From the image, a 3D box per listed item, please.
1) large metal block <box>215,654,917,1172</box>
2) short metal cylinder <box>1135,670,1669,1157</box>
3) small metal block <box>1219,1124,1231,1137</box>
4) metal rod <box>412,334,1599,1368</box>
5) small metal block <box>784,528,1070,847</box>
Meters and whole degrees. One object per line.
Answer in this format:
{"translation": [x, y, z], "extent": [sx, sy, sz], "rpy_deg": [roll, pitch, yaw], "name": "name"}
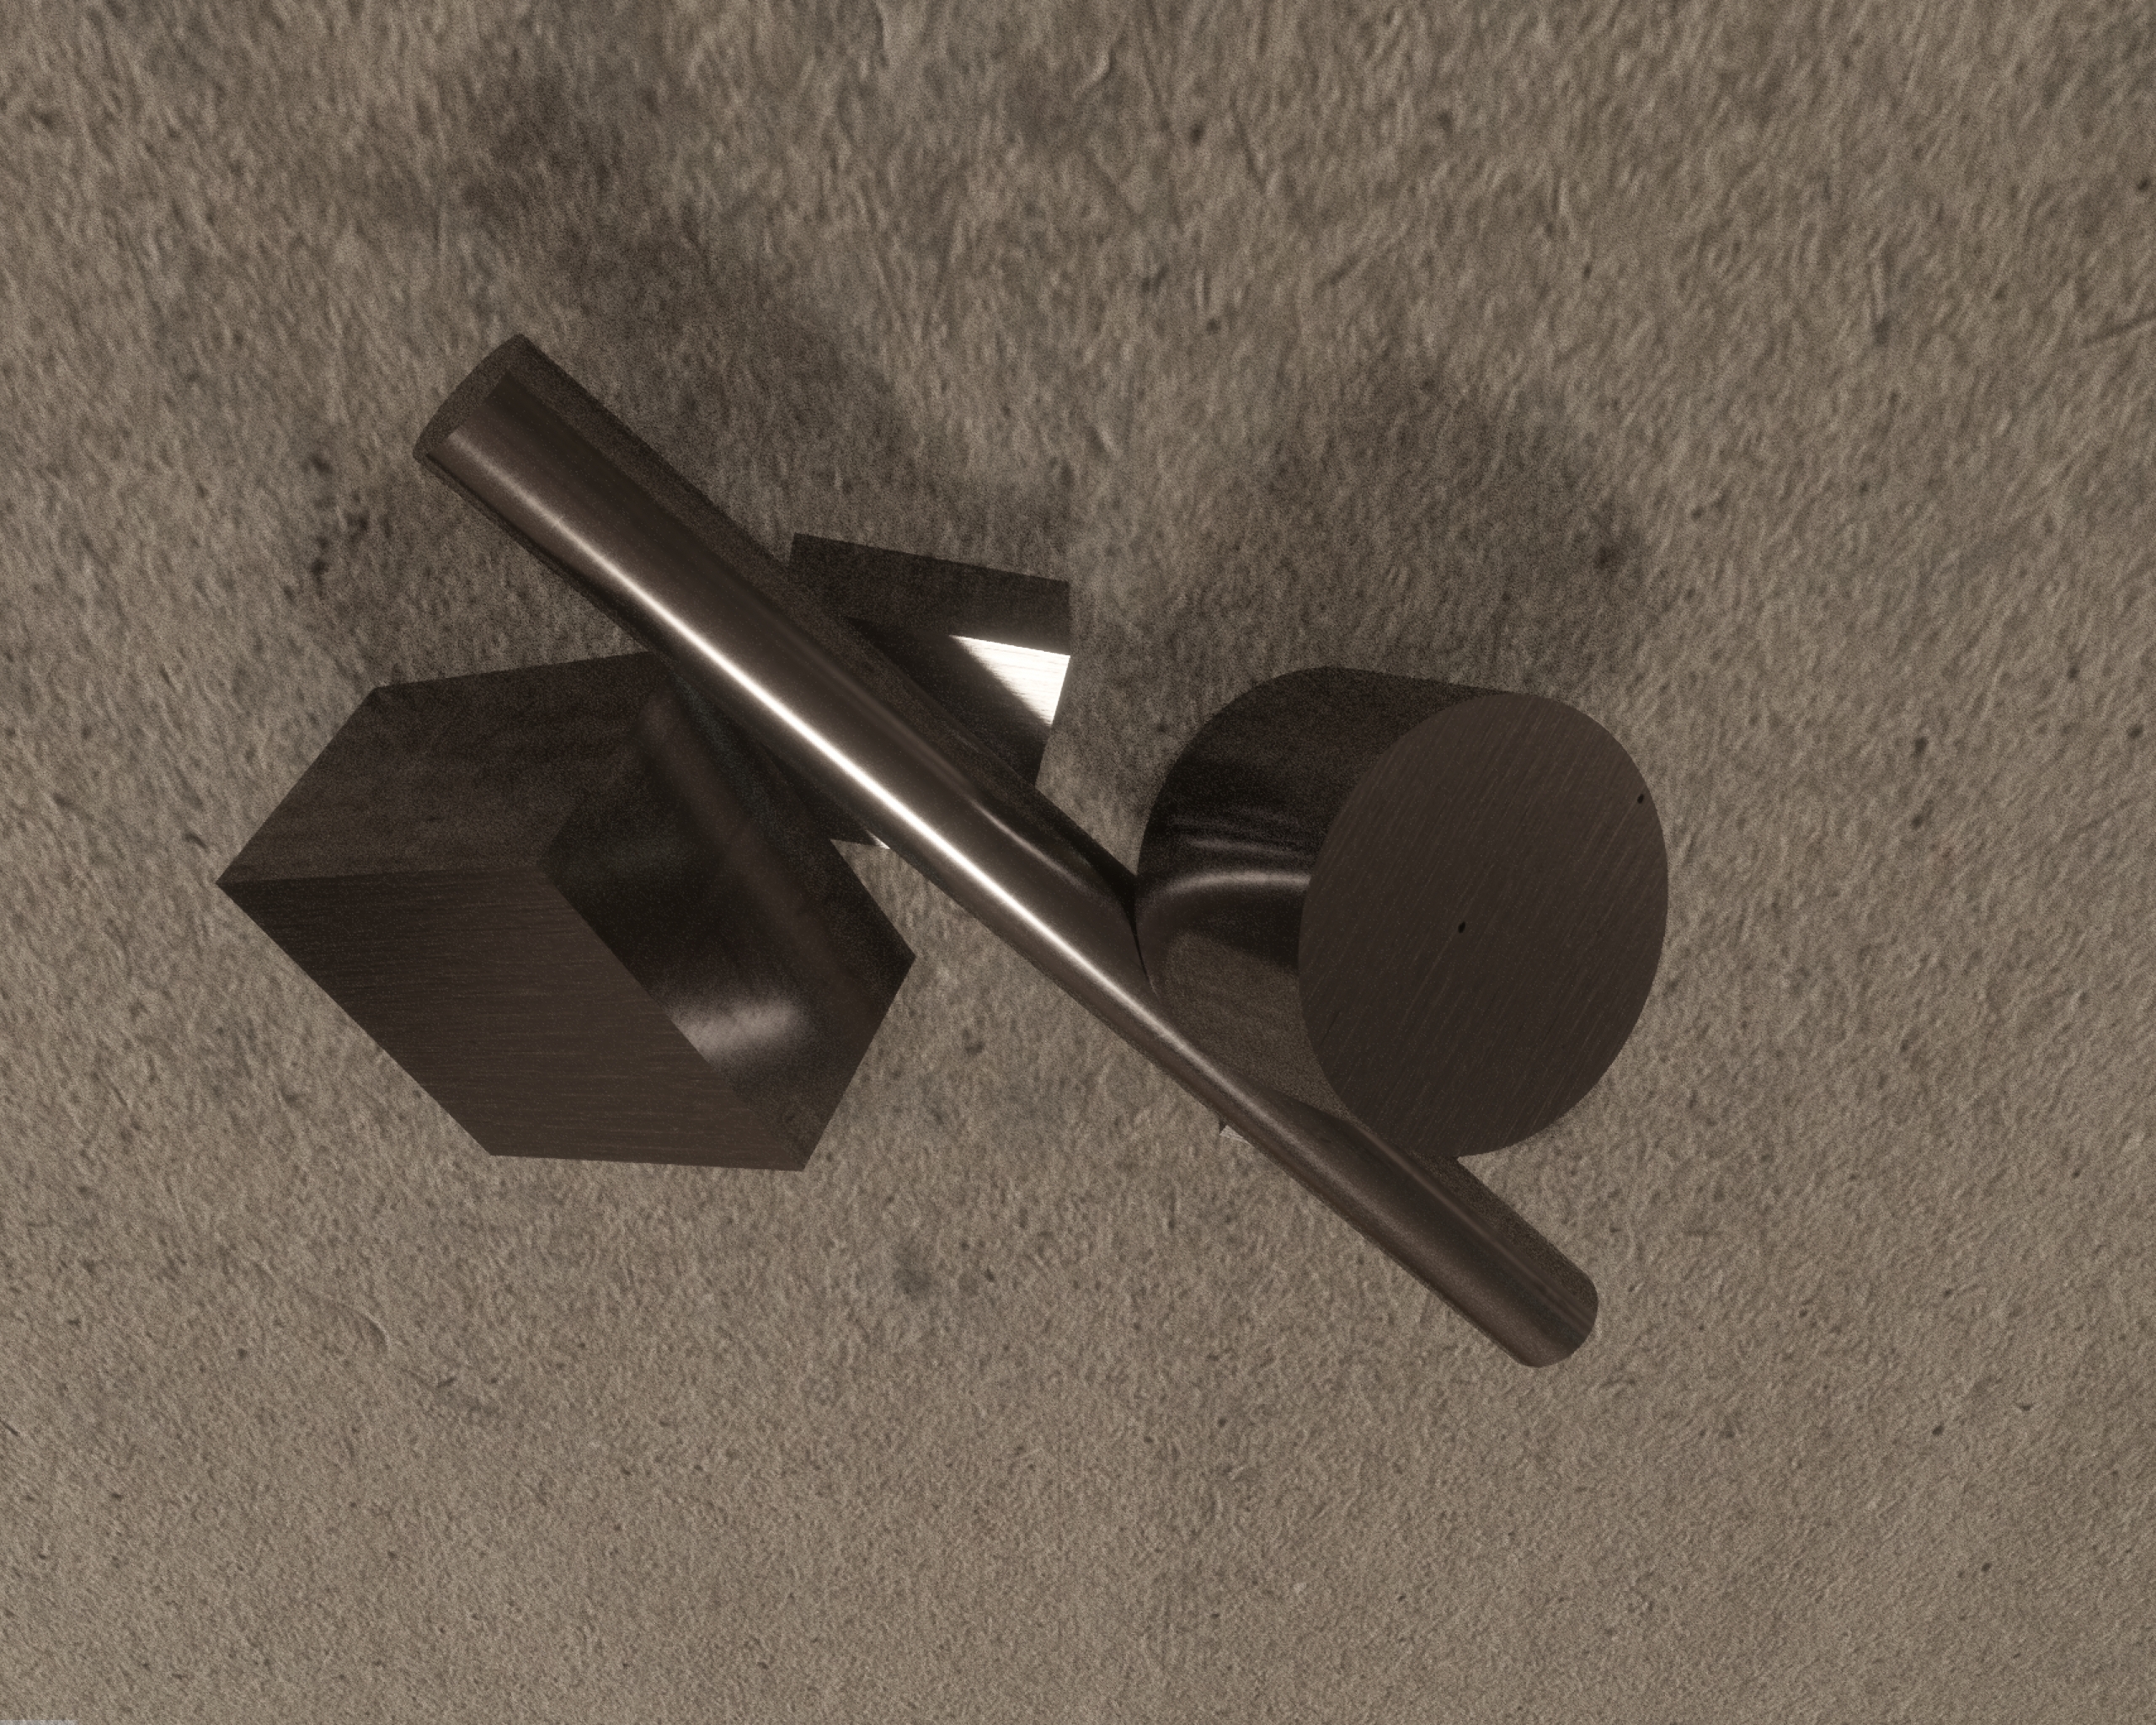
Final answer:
{"translation": [-0.090, 0.011, 0.379], "extent": [0.080, 0.050, 0.080], "rpy_deg": [-3, 136, 33], "name": "large metal block"}
{"translation": [0.058, 0.007, 0.373], "extent": [0.081, 0.050, 0.079], "rpy_deg": [-6, 103, -29], "name": "short metal cylinder"}
{"translation": [0.063, 0.040, 0.445], "extent": [0.050, 0.025, 0.050], "rpy_deg": [19, 128, -16], "name": "small metal block"}
{"translation": [0.006, 0.015, 0.389], "extent": [0.025, 0.025, 0.300], "rpy_deg": [-34, 123, 25], "name": "metal rod"}
{"translation": [-0.031, -0.029, 0.384], "extent": [0.050, 0.025, 0.050], "rpy_deg": [9, 130, -9], "name": "small metal block"}
